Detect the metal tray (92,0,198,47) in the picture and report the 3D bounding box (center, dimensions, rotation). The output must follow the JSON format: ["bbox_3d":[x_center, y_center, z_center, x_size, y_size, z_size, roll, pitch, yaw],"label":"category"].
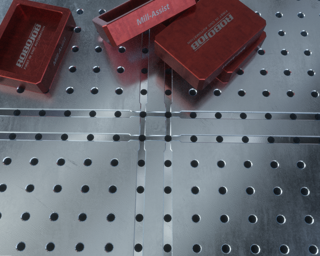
[{"bbox_3d":[-0.025,-0.164,0.436,0.131,0.030,0.090,-30,31,-7],"label":"metal tray"}]

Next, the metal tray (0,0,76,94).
[{"bbox_3d":[-0.189,-0.122,0.451,0.090,0.030,0.130,13,70,4],"label":"metal tray"}]

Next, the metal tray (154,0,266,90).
[{"bbox_3d":[0.068,-0.125,0.423,0.130,0.030,0.090,-42,76,-14],"label":"metal tray"}]

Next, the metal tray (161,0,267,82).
[{"bbox_3d":[0.077,-0.140,0.460,0.130,0.030,0.090,40,74,13],"label":"metal tray"}]
